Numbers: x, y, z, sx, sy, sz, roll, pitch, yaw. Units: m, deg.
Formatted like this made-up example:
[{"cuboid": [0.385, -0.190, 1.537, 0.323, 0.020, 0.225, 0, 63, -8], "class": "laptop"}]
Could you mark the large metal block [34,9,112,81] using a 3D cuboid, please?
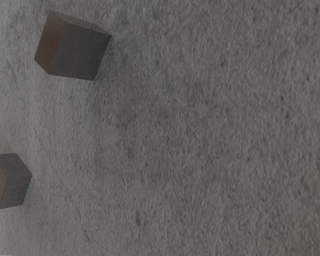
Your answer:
[{"cuboid": [-0.134, -0.124, 0.477, 0.050, 0.081, 0.079, 41, 115, 32], "class": "large metal block"}]

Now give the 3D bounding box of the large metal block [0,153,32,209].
[{"cuboid": [-0.319, 0.109, 0.647, 0.080, 0.050, 0.079, 37, 113, 33], "class": "large metal block"}]
